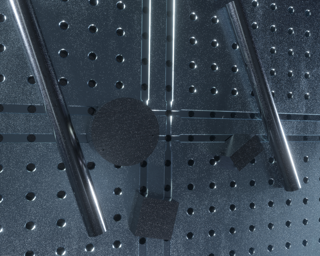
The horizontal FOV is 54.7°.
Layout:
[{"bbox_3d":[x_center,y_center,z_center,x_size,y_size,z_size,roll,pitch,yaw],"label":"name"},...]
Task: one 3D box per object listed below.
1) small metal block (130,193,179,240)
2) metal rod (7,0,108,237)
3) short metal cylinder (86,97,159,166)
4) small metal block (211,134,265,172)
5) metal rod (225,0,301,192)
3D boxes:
[{"bbox_3d":[-0.007,0.117,0.410,0.050,0.025,0.050,14,85,-20],"label":"small metal block"},{"bbox_3d":[-0.120,-0.013,0.368,0.025,0.025,0.298,-19,97,-19],"label":"metal rod"},{"bbox_3d":[-0.047,0.004,0.382,0.081,0.050,0.080,0,90,-20],"label":"short metal cylinder"},{"bbox_3d":[0.109,0.033,0.439,0.050,0.050,0.025,-37,102,-16],"label":"small metal block"},{"bbox_3d":[0.158,-0.044,0.470,0.025,0.025,0.299,-23,98,-19],"label":"metal rod"}]
